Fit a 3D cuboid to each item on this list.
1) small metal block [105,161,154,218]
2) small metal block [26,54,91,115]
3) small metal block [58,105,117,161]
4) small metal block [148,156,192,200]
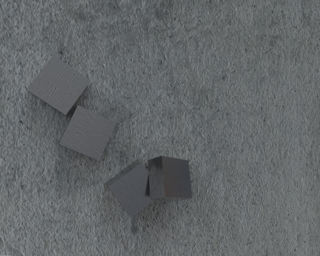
[{"bbox_3d":[-0.033,0.077,0.397,0.050,0.025,0.050,-36,102,-16],"label":"small metal block"},{"bbox_3d":[-0.119,-0.049,0.365,0.050,0.025,0.050,36,78,-17],"label":"small metal block"},{"bbox_3d":[-0.088,0.006,0.376,0.050,0.025,0.050,26,81,-18],"label":"small metal block"},{"bbox_3d":[0.013,0.066,0.396,0.050,0.025,0.050,15,63,-43],"label":"small metal block"}]
